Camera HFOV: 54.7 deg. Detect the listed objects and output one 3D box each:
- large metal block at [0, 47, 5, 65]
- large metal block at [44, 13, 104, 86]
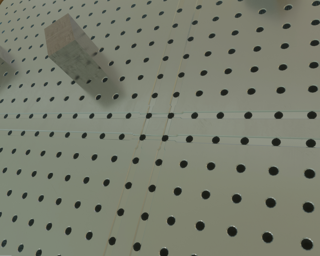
[{"bbox_3d":[-0.409,-0.162,0.702,0.080,0.050,0.080,-39,51,2],"label":"large metal block"},{"bbox_3d":[-0.146,-0.132,0.528,0.050,0.080,0.080,-30,52,9],"label":"large metal block"}]
